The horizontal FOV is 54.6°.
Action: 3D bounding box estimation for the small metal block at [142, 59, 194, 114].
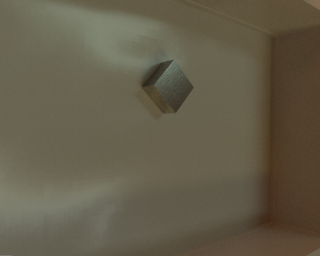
[{"bbox_3d":[0.012,-0.055,0.415,0.050,0.025,0.050,50,61,-28],"label":"small metal block"}]
